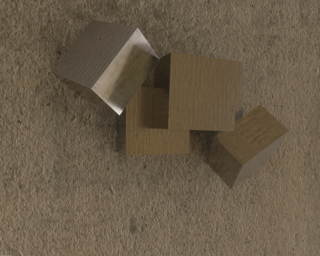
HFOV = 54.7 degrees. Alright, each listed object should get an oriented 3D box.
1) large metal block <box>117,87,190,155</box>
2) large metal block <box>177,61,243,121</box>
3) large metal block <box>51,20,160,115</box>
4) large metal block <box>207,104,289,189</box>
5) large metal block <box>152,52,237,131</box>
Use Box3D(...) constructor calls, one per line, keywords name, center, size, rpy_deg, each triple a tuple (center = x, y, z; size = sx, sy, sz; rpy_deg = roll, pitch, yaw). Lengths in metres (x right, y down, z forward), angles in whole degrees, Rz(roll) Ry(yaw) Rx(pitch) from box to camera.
Box3D(name="large metal block", center=(-0.010, -0.008, 0.392), size=(0.081, 0.050, 0.079), rpy_deg=(0, 90, -21))
Box3D(name="large metal block", center=(0.065, -0.049, 0.423), size=(0.081, 0.050, 0.079), rpy_deg=(0, 90, -21))
Box3D(name="large metal block", center=(-0.062, -0.071, 0.351), size=(0.080, 0.080, 0.050), rpy_deg=(-56, 140, -12))
Box3D(name="large metal block", center=(0.115, 0.027, 0.418), size=(0.080, 0.080, 0.050), rpy_deg=(-33, 63, -17))
Box3D(name="large metal block", center=(0.039, -0.037, 0.357), size=(0.081, 0.050, 0.079), rpy_deg=(2, 89, -20))
